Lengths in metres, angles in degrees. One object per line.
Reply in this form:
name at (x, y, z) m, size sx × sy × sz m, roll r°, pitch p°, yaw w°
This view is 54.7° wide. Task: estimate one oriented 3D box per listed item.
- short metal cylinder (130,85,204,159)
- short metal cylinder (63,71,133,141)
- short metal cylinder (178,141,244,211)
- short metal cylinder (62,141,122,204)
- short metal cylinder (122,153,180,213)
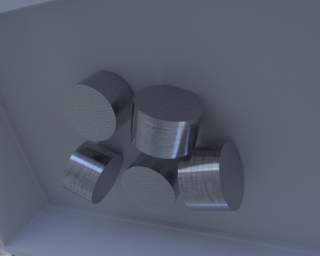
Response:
short metal cylinder at (0.007, -0.009, 0.362) m, size 0.080 × 0.080 × 0.050 m, roll 20°, pitch 126°, yaw 16°
short metal cylinder at (-0.080, -0.030, 0.412) m, size 0.080 × 0.050 × 0.079 m, roll 13°, pitch 124°, yaw 20°
short metal cylinder at (0.063, 0.059, 0.373) m, size 0.050 × 0.080 × 0.080 m, roll -9°, pitch 114°, yaw 32°
short metal cylinder at (-0.099, 0.066, 0.461) m, size 0.050 × 0.080 × 0.079 m, roll 24°, pitch 127°, yaw 13°
short metal cylinder at (-0.006, 0.073, 0.437) m, size 0.080 × 0.050 × 0.079 m, roll 13°, pitch 124°, yaw 20°
